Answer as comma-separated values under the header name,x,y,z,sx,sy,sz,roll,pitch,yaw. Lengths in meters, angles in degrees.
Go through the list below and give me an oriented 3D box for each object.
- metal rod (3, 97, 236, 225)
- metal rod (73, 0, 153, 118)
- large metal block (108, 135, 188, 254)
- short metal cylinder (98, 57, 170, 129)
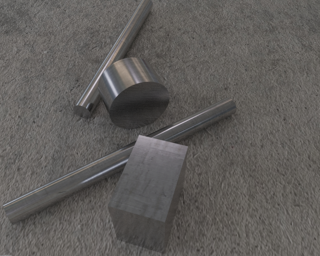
name,x,y,z,sx,sy,sz,roll,pitch,yaw
metal rod,-0.031,0.030,0.377,0.302,0.025,0.025,-25,55,-20
metal rod,-0.066,-0.133,0.513,0.025,0.025,0.300,12,51,10
large metal block,-0.008,0.067,0.311,0.050,0.080,0.080,13,51,11
short metal cylinder,-0.034,-0.044,0.404,0.081,0.080,0.050,-18,53,-15
